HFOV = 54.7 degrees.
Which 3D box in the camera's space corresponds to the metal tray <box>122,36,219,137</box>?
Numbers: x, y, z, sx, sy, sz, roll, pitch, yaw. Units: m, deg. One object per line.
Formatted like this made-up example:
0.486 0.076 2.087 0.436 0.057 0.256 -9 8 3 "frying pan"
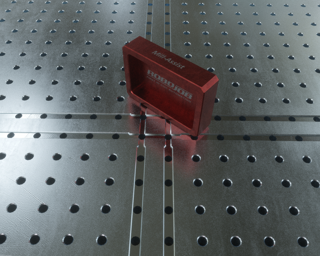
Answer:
0.010 -0.055 0.411 0.130 0.089 0.030 33 58 24 "metal tray"
